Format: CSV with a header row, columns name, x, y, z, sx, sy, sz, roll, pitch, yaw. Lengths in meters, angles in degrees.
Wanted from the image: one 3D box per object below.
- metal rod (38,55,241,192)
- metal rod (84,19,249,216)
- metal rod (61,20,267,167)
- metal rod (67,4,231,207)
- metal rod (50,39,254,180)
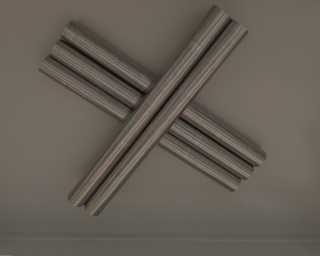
name,x,y,z,sx,sy,sz,roll,pitch,yaw
metal rod,-0.017,0.000,0.409,0.301,0.025,0.025,33,107,-12
metal rod,-0.002,-0.001,0.382,0.025,0.025,0.299,36,106,-12
metal rod,0.014,-0.037,0.396,0.301,0.025,0.025,33,107,-12
metal rod,-0.023,-0.015,0.377,0.025,0.025,0.299,36,106,-12
metal rod,-0.002,-0.018,0.403,0.301,0.025,0.025,33,107,-12
